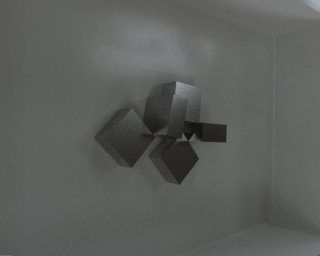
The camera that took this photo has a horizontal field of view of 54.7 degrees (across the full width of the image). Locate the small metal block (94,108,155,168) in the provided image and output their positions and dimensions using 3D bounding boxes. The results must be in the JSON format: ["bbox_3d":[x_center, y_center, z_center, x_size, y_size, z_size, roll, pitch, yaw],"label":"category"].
[{"bbox_3d":[-0.041,0.012,0.372,0.050,0.025,0.050,-53,121,-27],"label":"small metal block"}]

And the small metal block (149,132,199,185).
[{"bbox_3d":[0.020,0.041,0.423,0.050,0.025,0.050,-48,119,-29],"label":"small metal block"}]

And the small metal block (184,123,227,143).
[{"bbox_3d":[0.058,0.007,0.439,0.050,0.050,0.025,4,88,-40],"label":"small metal block"}]

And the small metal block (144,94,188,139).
[{"bbox_3d":[0.005,-0.014,0.394,0.025,0.050,0.050,16,80,-39],"label":"small metal block"}]

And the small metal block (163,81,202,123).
[{"bbox_3d":[0.030,-0.034,0.432,0.050,0.025,0.050,8,85,-40],"label":"small metal block"}]
